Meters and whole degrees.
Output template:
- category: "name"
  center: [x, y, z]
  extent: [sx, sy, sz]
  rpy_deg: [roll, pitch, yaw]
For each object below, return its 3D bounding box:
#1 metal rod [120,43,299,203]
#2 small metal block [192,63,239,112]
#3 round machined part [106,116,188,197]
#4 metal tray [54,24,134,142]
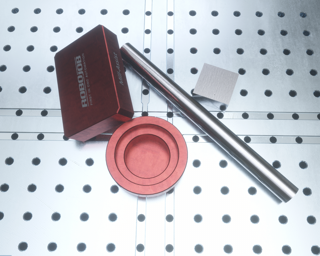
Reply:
- category: "metal rod"
  center: [0.055, -0.015, 0.417]
  extent: [0.300, 0.025, 0.025]
  rpy_deg: [43, 75, 14]
- category: "small metal block"
  center: [0.077, -0.057, 0.433]
  extent: [0.050, 0.025, 0.050]
  rpy_deg: [20, 71, 7]
- category: "round machined part"
  center: [-0.016, 0.037, 0.389]
  extent: [0.099, 0.042, 0.098]
  rpy_deg: [0, 70, 0]
- category: "metal tray"
  center: [-0.090, -0.058, 0.405]
  extent: [0.090, 0.030, 0.130]
  rpy_deg: [-24, 67, 24]
